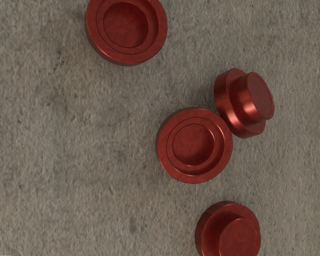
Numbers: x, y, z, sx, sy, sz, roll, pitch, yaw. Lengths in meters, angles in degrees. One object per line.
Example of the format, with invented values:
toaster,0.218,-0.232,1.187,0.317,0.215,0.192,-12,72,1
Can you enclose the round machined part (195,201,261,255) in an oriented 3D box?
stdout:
round machined part,0.103,0.157,0.440,0.099,0.042,0.097,0,90,-21

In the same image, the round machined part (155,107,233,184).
round machined part,0.042,0.020,0.409,0.099,0.042,0.097,-2,99,-10

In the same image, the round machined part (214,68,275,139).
round machined part,0.120,-0.037,0.423,0.099,0.042,0.098,22,57,-39

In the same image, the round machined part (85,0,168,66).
round machined part,-0.044,-0.125,0.384,0.099,0.042,0.097,0,90,-21
